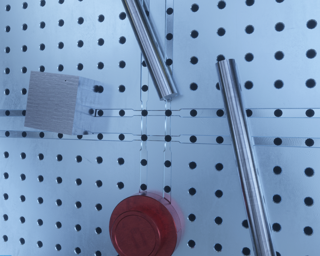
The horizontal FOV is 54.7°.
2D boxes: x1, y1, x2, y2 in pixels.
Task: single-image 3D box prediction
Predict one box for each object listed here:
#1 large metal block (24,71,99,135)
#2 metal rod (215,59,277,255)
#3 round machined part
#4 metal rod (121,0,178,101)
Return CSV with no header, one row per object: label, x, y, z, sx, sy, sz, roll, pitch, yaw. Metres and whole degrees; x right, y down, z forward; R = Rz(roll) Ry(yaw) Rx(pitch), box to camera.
large metal block,-0.141,-0.035,0.448,0.080,0.050,0.079,9,93,19
metal rod,0.109,0.065,0.374,0.025,0.025,0.298,-12,86,19
round machined part,-0.025,0.138,0.411,0.098,0.042,0.097,0,90,19
metal rod,-0.041,-0.179,0.426,0.025,0.025,0.299,-23,83,18
